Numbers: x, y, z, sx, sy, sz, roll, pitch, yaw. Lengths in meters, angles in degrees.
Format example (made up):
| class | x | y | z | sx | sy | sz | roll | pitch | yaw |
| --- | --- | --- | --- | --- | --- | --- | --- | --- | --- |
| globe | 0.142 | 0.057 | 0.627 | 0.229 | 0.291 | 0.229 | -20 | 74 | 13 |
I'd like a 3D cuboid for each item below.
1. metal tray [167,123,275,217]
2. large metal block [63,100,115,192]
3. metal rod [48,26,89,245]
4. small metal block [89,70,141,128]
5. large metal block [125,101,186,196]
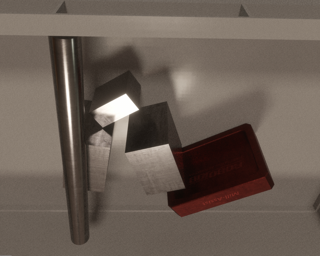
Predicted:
| class | x | y | z | sx | sy | sz | roll | pitch | yaw |
| --- | --- | --- | --- | --- | --- | --- | --- | --- | --- |
| metal tray | 0.072 | 0.056 | 0.413 | 0.130 | 0.090 | 0.030 | -23 | 132 | 17 |
| large metal block | -0.087 | 0.022 | 0.390 | 0.050 | 0.080 | 0.079 | 9 | 130 | -8 |
| metal rod | -0.092 | 0.039 | 0.335 | 0.025 | 0.025 | 0.298 | 5 | 130 | -5 |
| small metal block | -0.051 | -0.035 | 0.363 | 0.050 | 0.050 | 0.025 | -25 | 126 | 19 |
| large metal block | -0.004 | 0.026 | 0.395 | 0.050 | 0.080 | 0.080 | -13 | 129 | 10 |
